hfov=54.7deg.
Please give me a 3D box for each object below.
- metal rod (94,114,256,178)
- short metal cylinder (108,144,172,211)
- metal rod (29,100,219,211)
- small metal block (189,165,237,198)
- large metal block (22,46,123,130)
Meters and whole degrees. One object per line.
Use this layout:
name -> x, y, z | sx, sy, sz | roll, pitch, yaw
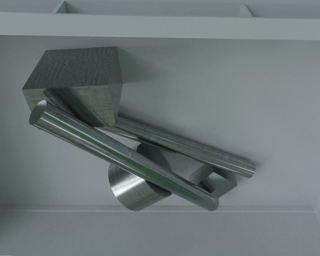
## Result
metal rod -> -0.001, 0.015, 0.420 | 0.302, 0.025, 0.025 | 19, 127, -17
short metal cylinder -> -0.024, 0.067, 0.427 | 0.050, 0.080, 0.080 | -33, 123, 24
metal rod -> -0.015, 0.050, 0.373 | 0.025, 0.025, 0.301 | -33, 136, 24
small metal block -> 0.082, 0.082, 0.479 | 0.050, 0.025, 0.050 | 31, 123, -24
large metal block -> -0.087, -0.045, 0.333 | 0.080, 0.080, 0.050 | -3, 130, 2
